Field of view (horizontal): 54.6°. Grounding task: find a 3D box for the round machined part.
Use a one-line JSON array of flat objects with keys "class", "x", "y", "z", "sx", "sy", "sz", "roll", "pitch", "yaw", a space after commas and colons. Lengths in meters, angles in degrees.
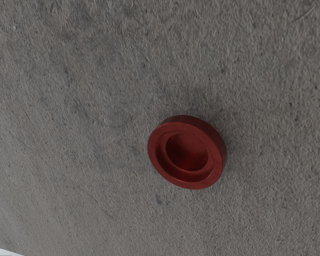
[{"class": "round machined part", "x": 0.037, "y": 0.026, "z": 0.393, "sx": 0.098, "sy": 0.042, "sz": 0.097, "roll": 13, "pitch": 124, "yaw": 21}]
